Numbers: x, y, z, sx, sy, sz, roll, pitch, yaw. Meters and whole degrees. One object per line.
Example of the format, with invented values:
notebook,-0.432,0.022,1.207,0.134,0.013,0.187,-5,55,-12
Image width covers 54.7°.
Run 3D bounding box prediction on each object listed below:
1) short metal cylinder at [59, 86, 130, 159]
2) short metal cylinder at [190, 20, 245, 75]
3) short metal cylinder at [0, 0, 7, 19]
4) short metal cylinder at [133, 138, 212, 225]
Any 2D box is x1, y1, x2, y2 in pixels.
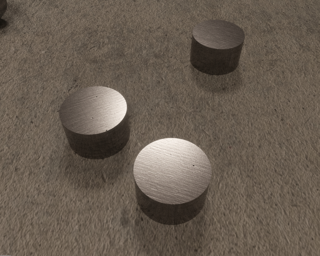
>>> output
short metal cylinder,-0.080,-0.007,0.392,0.081,0.050,0.080,0,50,0
short metal cylinder,0.091,-0.130,0.498,0.081,0.050,0.080,0,50,0
short metal cylinder,-0.322,-0.219,0.547,0.080,0.080,0.050,3,50,2
short metal cylinder,0.013,0.058,0.339,0.081,0.050,0.080,0,50,0
